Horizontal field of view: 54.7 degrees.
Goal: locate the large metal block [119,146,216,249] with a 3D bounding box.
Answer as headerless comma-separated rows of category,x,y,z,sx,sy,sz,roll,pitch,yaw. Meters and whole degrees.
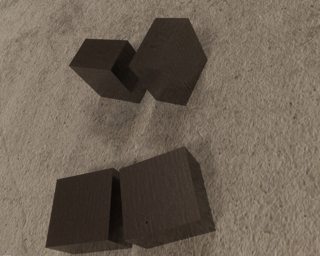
large metal block,0.006,0.077,0.336,0.080,0.050,0.080,-21,54,15

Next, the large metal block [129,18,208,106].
large metal block,0.015,-0.088,0.413,0.050,0.080,0.080,14,69,33

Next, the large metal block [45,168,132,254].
large metal block,-0.079,0.100,0.367,0.080,0.050,0.080,-14,56,20

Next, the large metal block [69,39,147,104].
large metal block,-0.069,-0.083,0.454,0.080,0.080,0.050,12,68,33
